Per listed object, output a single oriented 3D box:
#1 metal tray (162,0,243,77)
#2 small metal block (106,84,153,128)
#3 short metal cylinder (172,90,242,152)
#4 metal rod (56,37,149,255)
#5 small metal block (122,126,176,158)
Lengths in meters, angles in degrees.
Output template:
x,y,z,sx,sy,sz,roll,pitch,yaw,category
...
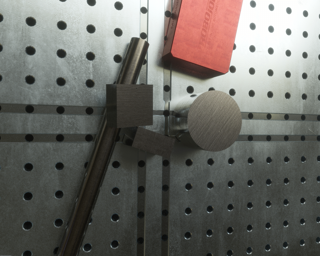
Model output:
x,y,z,sx,sy,sz,roll,pitch,yaw,category
0.062,-0.146,0.434,0.091,0.030,0.129,14,85,-20,metal tray
-0.036,-0.028,0.374,0.050,0.025,0.050,-5,99,-37,small metal block
0.063,-0.009,0.424,0.081,0.050,0.079,0,90,-21,short metal cylinder
-0.071,0.029,0.386,0.025,0.025,0.299,20,83,-19,metal rod
-0.016,0.017,0.395,0.050,0.050,0.025,19,84,-20,small metal block
